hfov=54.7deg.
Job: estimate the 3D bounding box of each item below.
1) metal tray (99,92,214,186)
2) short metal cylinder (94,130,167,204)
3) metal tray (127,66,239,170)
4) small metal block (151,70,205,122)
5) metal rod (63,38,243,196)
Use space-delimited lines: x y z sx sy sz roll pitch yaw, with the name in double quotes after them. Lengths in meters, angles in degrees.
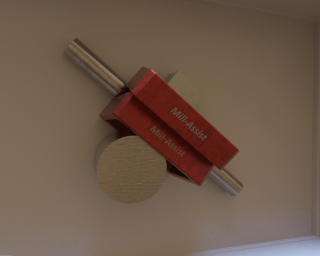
-0.007 0.014 0.373 0.130 0.090 0.030 41 77 -16 "metal tray"
-0.037 0.045 0.377 0.081 0.050 0.079 -2 98 -15 "short metal cylinder"
0.023 -0.014 0.357 0.130 0.090 0.030 41 94 -16 "metal tray"
0.023 -0.041 0.418 0.050 0.025 0.050 42 76 -16 "small metal block"
0.002 -0.005 0.412 0.300 0.025 0.025 41 77 -16 "metal rod"
